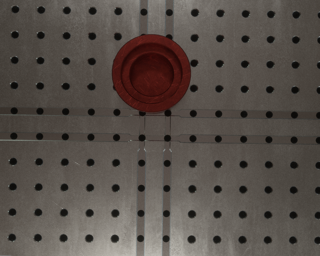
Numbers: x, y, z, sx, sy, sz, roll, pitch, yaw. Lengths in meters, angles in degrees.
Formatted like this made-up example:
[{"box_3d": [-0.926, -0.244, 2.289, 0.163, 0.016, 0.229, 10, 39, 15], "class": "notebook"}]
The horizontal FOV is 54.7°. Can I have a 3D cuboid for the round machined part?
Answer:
[{"box_3d": [-0.011, -0.068, 0.405, 0.099, 0.042, 0.097, 0, 90, -1], "class": "round machined part"}]
